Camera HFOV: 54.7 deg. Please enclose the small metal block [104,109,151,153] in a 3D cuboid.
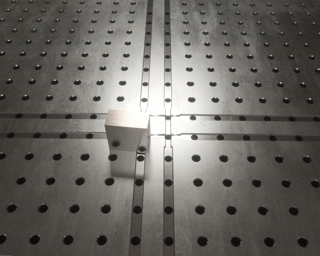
[{"bbox_3d":[-0.039,0.005,0.387,0.050,0.050,0.025,5,50,4],"label":"small metal block"}]
